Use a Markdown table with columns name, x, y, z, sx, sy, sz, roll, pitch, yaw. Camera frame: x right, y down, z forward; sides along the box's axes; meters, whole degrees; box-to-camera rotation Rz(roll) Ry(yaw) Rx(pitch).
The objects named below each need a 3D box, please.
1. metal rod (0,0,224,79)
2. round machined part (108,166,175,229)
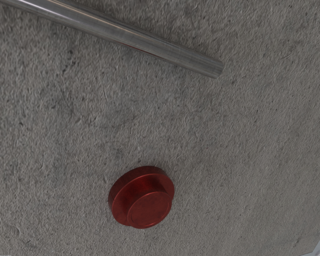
| name | x | y | z | sx | sy | sz | roll | pitch | yaw |
| --- | --- | --- | --- | --- | --- | --- | --- | --- | --- |
| metal rod | -0.051 | -0.101 | 0.316 | 0.302 | 0.025 | 0.025 | 12 | 112 | -33 |
| round machined part | -0.022 | 0.107 | 0.450 | 0.099 | 0.042 | 0.097 | -14 | 124 | -21 |
